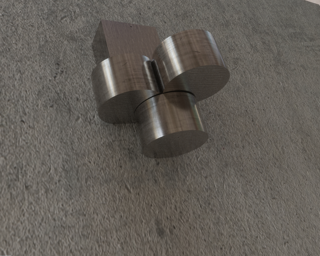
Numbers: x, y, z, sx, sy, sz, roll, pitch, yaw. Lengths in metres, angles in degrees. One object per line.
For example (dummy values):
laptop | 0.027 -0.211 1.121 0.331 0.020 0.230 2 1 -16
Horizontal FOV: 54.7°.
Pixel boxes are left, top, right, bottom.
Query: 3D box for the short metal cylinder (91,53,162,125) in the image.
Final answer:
short metal cylinder | -0.039 -0.045 0.377 0.081 0.080 0.050 -2 63 -29

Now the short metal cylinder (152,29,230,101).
short metal cylinder | 0.036 -0.070 0.368 0.081 0.080 0.050 -2 63 -29

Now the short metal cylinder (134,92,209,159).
short metal cylinder | 0.013 -0.001 0.378 0.081 0.080 0.050 0 62 -29

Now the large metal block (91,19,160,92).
large metal block | -0.042 -0.096 0.426 0.081 0.050 0.080 -2 63 -29

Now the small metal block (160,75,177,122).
small metal block | 0.011 -0.038 0.421 0.025 0.050 0.050 1 61 -28
